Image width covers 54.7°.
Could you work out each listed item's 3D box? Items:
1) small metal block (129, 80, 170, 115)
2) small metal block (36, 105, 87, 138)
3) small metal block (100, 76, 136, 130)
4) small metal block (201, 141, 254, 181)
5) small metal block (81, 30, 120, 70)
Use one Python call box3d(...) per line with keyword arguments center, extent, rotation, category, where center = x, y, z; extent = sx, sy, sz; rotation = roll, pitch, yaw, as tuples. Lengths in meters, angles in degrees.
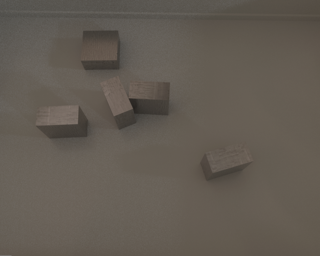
box3d(center=(-0.013, -0.039, 0.410), extent=(0.050, 0.050, 0.025), rotation=(3, 70, 1), category="small metal block")
box3d(center=(-0.124, -0.007, 0.398), extent=(0.050, 0.050, 0.025), rotation=(-3, 70, -1), category="small metal block")
box3d(center=(-0.054, -0.032, 0.407), extent=(0.025, 0.050, 0.050), rotation=(-23, 72, -8), category="small metal block")
box3d(center=(0.080, 0.042, 0.381), extent=(0.050, 0.050, 0.025), rotation=(-16, 71, -6), category="small metal block")
box3d(center=(-0.085, -0.113, 0.450), extent=(0.050, 0.025, 0.050), rotation=(-1, 70, -1), category="small metal block")
